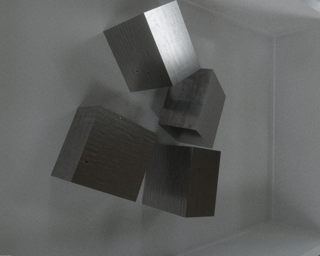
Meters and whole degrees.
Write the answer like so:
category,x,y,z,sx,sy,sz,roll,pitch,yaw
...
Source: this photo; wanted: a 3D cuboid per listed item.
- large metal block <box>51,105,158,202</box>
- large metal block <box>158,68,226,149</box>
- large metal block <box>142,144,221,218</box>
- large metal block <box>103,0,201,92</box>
category,x,y,z,sx,sy,sz,roll,pitch,yaw
large metal block,-0.059,0.029,0.342,0.080,0.050,0.080,28,72,-37
large metal block,0.046,-0.025,0.413,0.080,0.050,0.080,41,63,-60
large metal block,0.026,0.064,0.395,0.050,0.080,0.080,12,83,-40
large metal block,-0.010,-0.092,0.364,0.050,0.080,0.080,-36,113,-34
